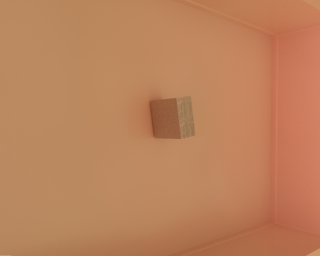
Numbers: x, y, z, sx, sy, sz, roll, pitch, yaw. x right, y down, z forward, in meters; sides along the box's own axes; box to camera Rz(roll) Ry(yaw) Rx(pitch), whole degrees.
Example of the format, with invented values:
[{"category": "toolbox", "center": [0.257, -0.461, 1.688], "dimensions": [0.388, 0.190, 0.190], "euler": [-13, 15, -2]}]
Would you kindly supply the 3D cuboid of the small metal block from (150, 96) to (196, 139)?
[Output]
[{"category": "small metal block", "center": [0.016, -0.013, 0.398], "dimensions": [0.025, 0.050, 0.050], "euler": [-11, 97, -39]}]
